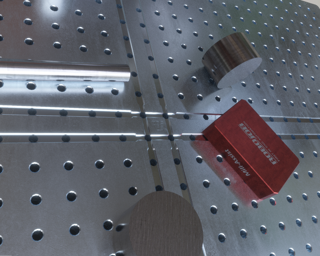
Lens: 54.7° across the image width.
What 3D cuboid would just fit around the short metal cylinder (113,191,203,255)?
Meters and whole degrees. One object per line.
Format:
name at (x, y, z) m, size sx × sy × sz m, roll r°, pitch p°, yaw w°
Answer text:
short metal cylinder at (-0.003, 0.112, 0.322) m, size 0.081 × 0.050 × 0.080 m, roll 14°, pitch 56°, yaw -21°

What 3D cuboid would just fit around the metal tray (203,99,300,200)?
metal tray at (0.137, 0.028, 0.461) m, size 0.130 × 0.030 × 0.091 m, roll 50°, pitch 51°, yaw 7°

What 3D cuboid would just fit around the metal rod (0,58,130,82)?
metal rod at (-0.177, -0.067, 0.353) m, size 0.303 × 0.025 × 0.025 m, roll -4°, pitch 64°, yaw -30°

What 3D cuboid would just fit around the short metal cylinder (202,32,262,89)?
short metal cylinder at (0.115, -0.108, 0.500) m, size 0.081 × 0.080 × 0.050 m, roll -18°, pitch 71°, yaw -35°
